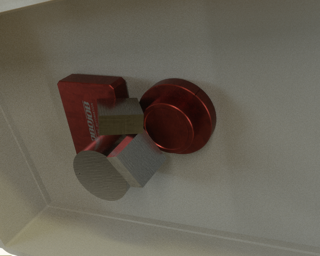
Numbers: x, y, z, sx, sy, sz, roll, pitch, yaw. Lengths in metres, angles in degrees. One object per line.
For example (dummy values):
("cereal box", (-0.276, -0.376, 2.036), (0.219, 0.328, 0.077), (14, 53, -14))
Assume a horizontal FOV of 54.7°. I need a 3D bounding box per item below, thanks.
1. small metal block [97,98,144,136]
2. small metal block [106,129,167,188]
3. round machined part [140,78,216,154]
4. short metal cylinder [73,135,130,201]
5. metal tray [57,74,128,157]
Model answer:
("small metal block", (-0.049, -0.015, 0.372), (0.050, 0.050, 0.025), (-3, 118, -13))
("small metal block", (-0.027, 0.036, 0.376), (0.025, 0.050, 0.050), (-12, 121, 53))
("round machined part", (0.016, -0.008, 0.381), (0.098, 0.042, 0.097), (13, 124, 20))
("short metal cylinder", (-0.068, 0.050, 0.417), (0.080, 0.050, 0.079), (13, 124, 20))
("metal tray", (-0.086, -0.009, 0.439), (0.090, 0.030, 0.129), (7, 122, 24))
